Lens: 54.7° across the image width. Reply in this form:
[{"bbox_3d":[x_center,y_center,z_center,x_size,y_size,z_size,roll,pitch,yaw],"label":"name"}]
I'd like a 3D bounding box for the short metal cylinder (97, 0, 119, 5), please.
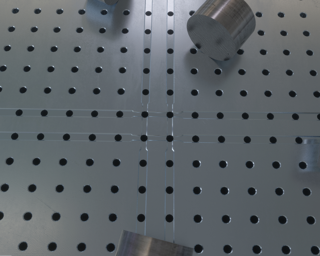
[{"bbox_3d":[-0.087,-0.235,0.467,0.050,0.080,0.080,26,72,9],"label":"short metal cylinder"}]

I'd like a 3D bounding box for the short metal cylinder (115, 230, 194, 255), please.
[{"bbox_3d":[-0.009,0.144,0.330,0.080,0.080,0.050,13,71,5],"label":"short metal cylinder"}]

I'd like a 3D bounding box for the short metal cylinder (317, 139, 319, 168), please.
[{"bbox_3d":[0.238,0.026,0.375,0.080,0.080,0.050,15,71,5],"label":"short metal cylinder"}]

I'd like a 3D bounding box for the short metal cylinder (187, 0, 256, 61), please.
[{"bbox_3d":[0.085,-0.142,0.435,0.080,0.080,0.050,36,74,12],"label":"short metal cylinder"}]
